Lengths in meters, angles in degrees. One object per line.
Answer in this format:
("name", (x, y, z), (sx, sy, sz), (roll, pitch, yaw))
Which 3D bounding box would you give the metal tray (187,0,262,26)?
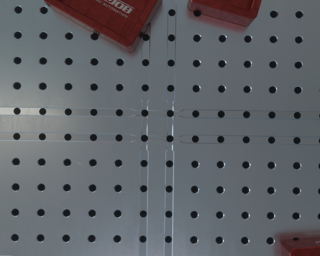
("metal tray", (0.098, -0.213, 0.411), (0.090, 0.030, 0.129), (16, 90, 0))

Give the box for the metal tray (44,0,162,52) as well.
("metal tray", (-0.073, -0.172, 0.410), (0.130, 0.030, 0.090), (29, 90, 0))

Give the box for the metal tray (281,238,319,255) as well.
("metal tray", (0.234, 0.195, 0.412), (0.131, 0.030, 0.090), (-4, 90, 0))
